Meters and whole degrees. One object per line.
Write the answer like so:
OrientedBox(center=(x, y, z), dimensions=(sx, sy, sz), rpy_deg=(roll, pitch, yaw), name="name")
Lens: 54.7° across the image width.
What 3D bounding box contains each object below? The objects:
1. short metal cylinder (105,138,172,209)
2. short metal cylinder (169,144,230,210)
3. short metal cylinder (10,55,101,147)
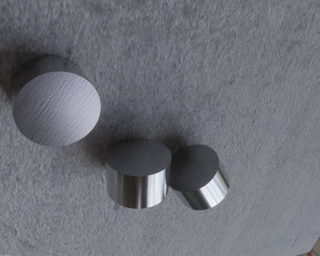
OrientedBox(center=(-0.027, 0.055, 0.392), dimensions=(0.081, 0.080, 0.050), rpy_deg=(-11, 123, -23), name="short metal cylinder")
OrientedBox(center=(0.054, 0.070, 0.446), dimensions=(0.080, 0.080, 0.050), rpy_deg=(-36, 129, -4), name="short metal cylinder")
OrientedBox(center=(-0.107, -0.028, 0.316), dimensions=(0.081, 0.050, 0.079), rpy_deg=(-14, 125, -21), name="short metal cylinder")
